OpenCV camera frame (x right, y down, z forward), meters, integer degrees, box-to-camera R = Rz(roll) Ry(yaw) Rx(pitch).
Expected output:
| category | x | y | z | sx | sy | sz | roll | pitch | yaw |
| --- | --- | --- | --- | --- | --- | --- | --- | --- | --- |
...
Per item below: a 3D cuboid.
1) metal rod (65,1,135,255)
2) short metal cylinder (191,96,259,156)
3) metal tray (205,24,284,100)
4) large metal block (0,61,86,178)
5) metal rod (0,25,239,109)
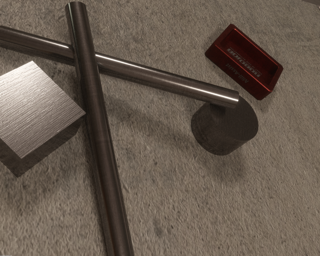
| category | x | y | z | sx | sy | sz | roll | pitch | yaw |
| --- | --- | --- | --- | --- | --- | --- | --- | --- | --- |
| metal rod | -0.068 | -0.002 | 0.336 | 0.025 | 0.025 | 0.299 | -5 | 74 | -31 |
| short metal cylinder | 0.092 | -0.007 | 0.444 | 0.081 | 0.050 | 0.080 | 14 | 56 | -21 |
| metal tray | 0.154 | -0.121 | 0.560 | 0.130 | 0.030 | 0.090 | 40 | 51 | -1 |
| large metal block | -0.139 | -0.010 | 0.320 | 0.080 | 0.050 | 0.080 | 44 | 51 | 2 |
| metal rod | -0.046 | -0.073 | 0.390 | 0.302 | 0.025 | 0.025 | 14 | 55 | -8 |
